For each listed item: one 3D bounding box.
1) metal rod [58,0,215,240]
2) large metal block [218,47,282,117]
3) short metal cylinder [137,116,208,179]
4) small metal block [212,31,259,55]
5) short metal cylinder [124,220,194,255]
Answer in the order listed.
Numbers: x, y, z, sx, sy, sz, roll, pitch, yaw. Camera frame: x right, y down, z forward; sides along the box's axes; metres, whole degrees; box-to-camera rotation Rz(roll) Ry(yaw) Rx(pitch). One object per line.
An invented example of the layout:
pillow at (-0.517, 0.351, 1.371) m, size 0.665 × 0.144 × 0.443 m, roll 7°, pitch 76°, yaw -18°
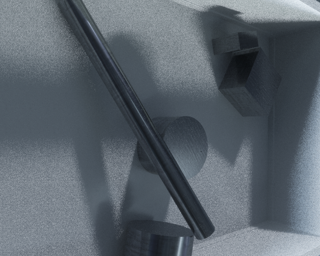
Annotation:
metal rod at (-0.022, -0.006, 0.344) m, size 0.025 × 0.025 × 0.299 m, roll -35°, pitch 98°, yaw -35°
large metal block at (0.154, -0.075, 0.522) m, size 0.080 × 0.050 × 0.080 m, roll 40°, pitch 66°, yaw -33°
short metal cylinder at (0.017, 0.025, 0.407) m, size 0.081 × 0.050 × 0.079 m, roll 0°, pitch 90°, yaw -40°
small metal block at (0.120, -0.135, 0.493) m, size 0.050 × 0.050 × 0.025 m, roll -18°, pitch 102°, yaw -39°
short metal cylinder at (-0.002, 0.145, 0.372) m, size 0.081 × 0.080 × 0.050 m, roll 14°, pitch 82°, yaw -40°
